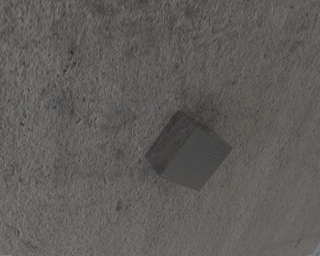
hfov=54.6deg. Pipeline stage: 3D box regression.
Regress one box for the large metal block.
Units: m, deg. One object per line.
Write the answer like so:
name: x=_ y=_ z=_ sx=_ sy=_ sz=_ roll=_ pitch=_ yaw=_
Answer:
large metal block: x=0.040 y=0.033 z=0.432 sx=0.080 sy=0.050 sz=0.080 roll=27 pitch=103 yaw=-37
